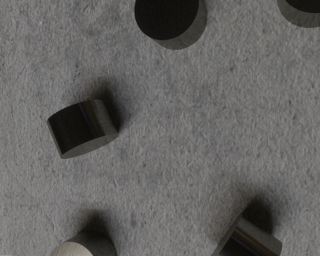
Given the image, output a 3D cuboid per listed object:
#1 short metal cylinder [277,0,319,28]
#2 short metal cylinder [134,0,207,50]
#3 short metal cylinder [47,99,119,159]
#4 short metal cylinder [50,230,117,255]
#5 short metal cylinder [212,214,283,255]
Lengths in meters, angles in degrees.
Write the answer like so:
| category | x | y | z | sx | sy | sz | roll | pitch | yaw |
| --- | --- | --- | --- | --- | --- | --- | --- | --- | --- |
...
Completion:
| category | x | y | z | sx | sy | sz | roll | pitch | yaw |
| --- | --- | --- | --- | --- | --- | --- | --- | --- | --- |
| short metal cylinder | 0.170 | -0.156 | 0.336 | 0.080 | 0.050 | 0.079 | 0 | 90 | 19 |
| short metal cylinder | 0.015 | -0.144 | 0.390 | 0.080 | 0.050 | 0.079 | 0 | 90 | 19 |
| short metal cylinder | -0.103 | 0.002 | 0.415 | 0.080 | 0.080 | 0.050 | -27 | 81 | 18 |
| short metal cylinder | -0.107 | 0.190 | 0.432 | 0.080 | 0.050 | 0.079 | 0 | 90 | 19 |
| short metal cylinder | 0.091 | 0.145 | 0.347 | 0.050 | 0.080 | 0.080 | 34 | 101 | 16 |
